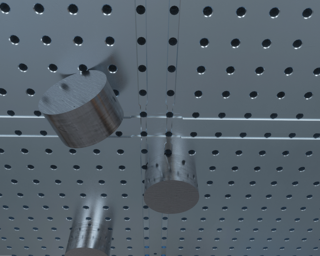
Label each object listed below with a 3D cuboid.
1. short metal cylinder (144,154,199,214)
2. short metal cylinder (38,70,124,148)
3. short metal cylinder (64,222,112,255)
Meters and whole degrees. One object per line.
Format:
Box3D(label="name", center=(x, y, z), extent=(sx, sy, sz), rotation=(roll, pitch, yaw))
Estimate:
Box3D(label="short metal cylinder", center=(0.017, 0.085, 0.468), extent=(0.081, 0.050, 0.079), rotation=(0, 130, 0))
Box3D(label="short metal cylinder", center=(-0.089, -0.023, 0.355), extent=(0.080, 0.080, 0.050), rotation=(-13, 129, 11))
Box3D(label="short metal cylinder", center=(-0.133, 0.222, 0.583), extent=(0.081, 0.050, 0.079), rotation=(0, 130, 0))
